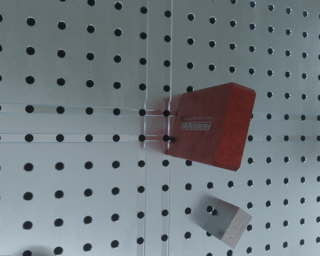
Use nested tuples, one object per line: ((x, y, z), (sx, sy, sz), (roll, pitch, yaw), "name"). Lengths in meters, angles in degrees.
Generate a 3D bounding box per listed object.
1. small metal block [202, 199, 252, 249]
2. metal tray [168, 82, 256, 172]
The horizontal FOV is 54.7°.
((0.094, 0.134, 0.436), (0.025, 0.050, 0.050), (38, 78, -17), "small metal block")
((0.057, -0.002, 0.379), (0.030, 0.130, 0.090), (16, 85, -20), "metal tray")
